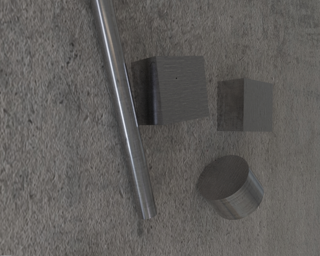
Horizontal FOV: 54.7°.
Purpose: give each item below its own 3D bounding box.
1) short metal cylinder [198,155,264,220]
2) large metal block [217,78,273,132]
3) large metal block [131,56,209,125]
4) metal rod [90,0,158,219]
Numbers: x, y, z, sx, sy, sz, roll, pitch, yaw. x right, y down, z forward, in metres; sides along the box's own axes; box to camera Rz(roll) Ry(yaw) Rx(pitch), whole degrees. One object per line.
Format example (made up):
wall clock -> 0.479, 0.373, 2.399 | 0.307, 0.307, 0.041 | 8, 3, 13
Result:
short metal cylinder -> 0.103, 0.086, 0.456 | 0.050, 0.080, 0.080 | 51, 60, -28
large metal block -> 0.139, -0.034, 0.505 | 0.081, 0.050, 0.080 | 1, 89, -40
large metal block -> 0.014, -0.049, 0.400 | 0.081, 0.050, 0.079 | -11, 97, -39
metal rod -> -0.044, -0.035, 0.367 | 0.025, 0.025, 0.298 | -19, 102, -38
